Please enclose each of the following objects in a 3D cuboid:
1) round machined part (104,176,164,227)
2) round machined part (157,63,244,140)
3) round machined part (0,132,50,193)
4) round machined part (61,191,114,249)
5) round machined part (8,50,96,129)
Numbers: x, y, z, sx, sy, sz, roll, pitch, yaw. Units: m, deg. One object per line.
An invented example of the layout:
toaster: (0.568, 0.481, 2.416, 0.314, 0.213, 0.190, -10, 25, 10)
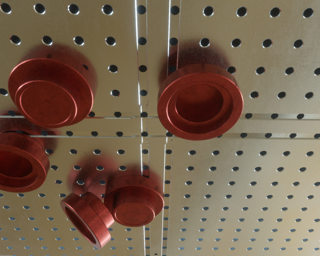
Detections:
round machined part: (-0.043, 0.125, 0.507, 0.099, 0.042, 0.097, 0, 130, 0)
round machined part: (0.046, -0.034, 0.371, 0.099, 0.042, 0.097, 0, 130, 0)
round machined part: (-0.205, 0.044, 0.436, 0.099, 0.042, 0.097, 0, 130, 0)
round machined part: (-0.112, 0.142, 0.498, 0.098, 0.042, 0.097, 32, 144, 27)
round machined part: (-0.129, -0.038, 0.367, 0.099, 0.042, 0.097, 0, 130, 0)
